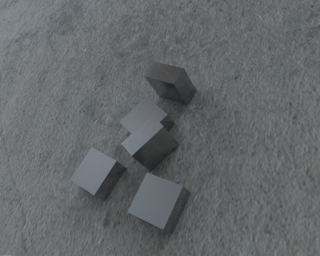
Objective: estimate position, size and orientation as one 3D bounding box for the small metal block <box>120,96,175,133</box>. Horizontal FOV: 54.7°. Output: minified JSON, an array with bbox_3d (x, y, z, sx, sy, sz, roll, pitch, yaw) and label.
[{"bbox_3d":[-0.017,-0.007,0.416,0.050,0.025,0.050,-45,51,-4],"label":"small metal block"}]

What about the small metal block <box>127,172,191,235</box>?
[{"bbox_3d":[-0.001,0.085,0.351,0.050,0.025,0.050,15,69,33],"label":"small metal block"}]

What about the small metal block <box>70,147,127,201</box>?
[{"bbox_3d":[-0.081,0.060,0.408,0.050,0.025,0.050,22,73,36],"label":"small metal block"}]

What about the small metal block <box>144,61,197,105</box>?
[{"bbox_3d":[0.015,-0.060,0.416,0.050,0.050,0.025,21,73,35],"label":"small metal block"}]

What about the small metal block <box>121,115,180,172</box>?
[{"bbox_3d":[-0.011,0.020,0.380,0.050,0.050,0.025,-43,51,-2],"label":"small metal block"}]
